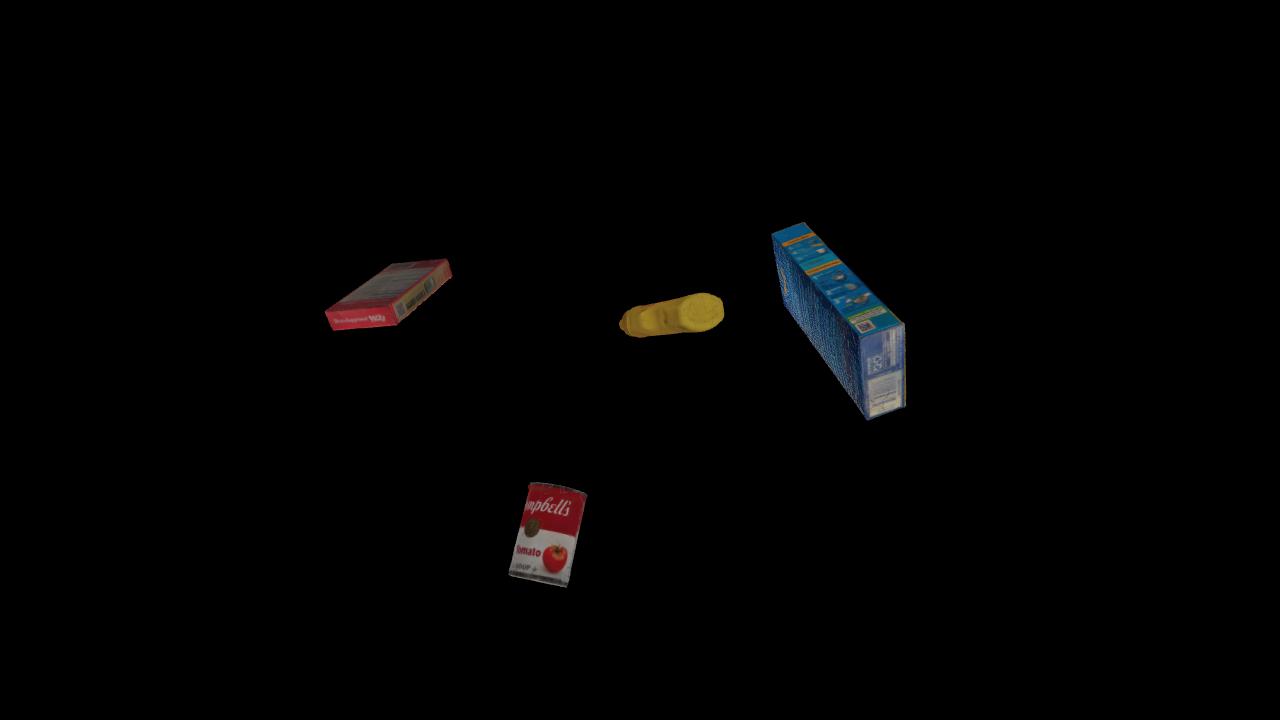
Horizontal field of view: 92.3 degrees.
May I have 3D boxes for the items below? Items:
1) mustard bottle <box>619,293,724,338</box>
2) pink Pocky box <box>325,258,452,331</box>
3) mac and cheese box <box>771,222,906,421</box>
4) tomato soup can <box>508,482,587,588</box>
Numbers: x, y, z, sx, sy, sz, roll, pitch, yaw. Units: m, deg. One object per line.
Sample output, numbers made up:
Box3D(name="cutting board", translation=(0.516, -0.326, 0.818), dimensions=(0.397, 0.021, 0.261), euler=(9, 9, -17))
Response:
Box3D(name="mustard bottle", translation=(0.030, -0.061, 0.915), dimensions=(0.092, 0.054, 0.184), euler=(-19, 9, -38))
Box3D(name="pink Pocky box", translation=(-0.301, -0.083, 0.750), dimensions=(0.084, 0.029, 0.155), euler=(-4, 28, 11))
Box3D(name="mac and cheese box", translation=(0.171, -0.041, 0.545), dimensions=(0.041, 0.093, 0.184), euler=(-21, 38, 3))
Box3D(name="tomato soup can", translation=(-0.102, 0.193, 0.681), dimensions=(0.068, 0.101, 0.068), euler=(10, -21, 4))
